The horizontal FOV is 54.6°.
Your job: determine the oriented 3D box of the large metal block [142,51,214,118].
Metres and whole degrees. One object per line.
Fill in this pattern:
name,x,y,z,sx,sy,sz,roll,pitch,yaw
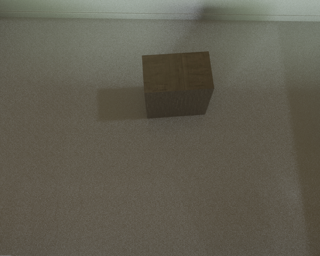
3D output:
large metal block,0.020,-0.053,0.400,0.080,0.080,0.050,-4,70,-2
